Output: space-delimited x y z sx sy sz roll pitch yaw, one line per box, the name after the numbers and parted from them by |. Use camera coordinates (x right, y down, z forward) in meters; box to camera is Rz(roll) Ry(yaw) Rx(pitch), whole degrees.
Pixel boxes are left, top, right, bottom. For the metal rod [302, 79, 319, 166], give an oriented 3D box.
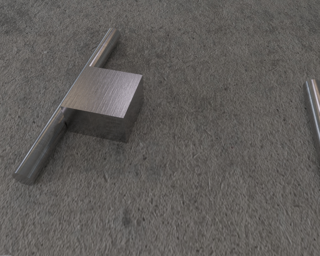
0.202 0.051 0.361 0.025 0.025 0.300 6 50 5 | metal rod

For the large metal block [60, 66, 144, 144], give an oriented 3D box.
-0.072 -0.033 0.414 0.080 0.050 0.080 11 51 9 | large metal block

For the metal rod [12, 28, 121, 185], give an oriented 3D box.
-0.118 -0.053 0.446 0.025 0.025 0.300 11 51 9 | metal rod
